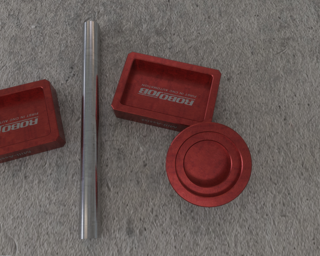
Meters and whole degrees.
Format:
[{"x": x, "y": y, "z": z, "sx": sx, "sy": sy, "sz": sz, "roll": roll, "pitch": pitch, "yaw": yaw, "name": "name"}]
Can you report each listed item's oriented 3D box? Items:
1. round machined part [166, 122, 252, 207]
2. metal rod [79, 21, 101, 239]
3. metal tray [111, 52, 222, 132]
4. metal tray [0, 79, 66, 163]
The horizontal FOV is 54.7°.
[{"x": 0.056, "y": 0.042, "z": 0.374, "sx": 0.099, "sy": 0.042, "sz": 0.097, "roll": 0, "pitch": 89, "yaw": 1, "name": "round machined part"}, {"x": -0.092, "y": -0.011, "z": 0.411, "sx": 0.025, "sy": 0.025, "sz": 0.299, "roll": -4, "pitch": 70, "yaw": -2, "name": "metal rod"}, {"x": 0.010, "y": -0.047, "z": 0.422, "sx": 0.131, "sy": 0.030, "sz": 0.090, "roll": 13, "pitch": 70, "yaw": 4, "name": "metal tray"}, {"x": -0.199, "y": -0.005, "z": 0.405, "sx": 0.131, "sy": 0.030, "sz": 0.090, "roll": -15, "pitch": 71, "yaw": -6, "name": "metal tray"}]
